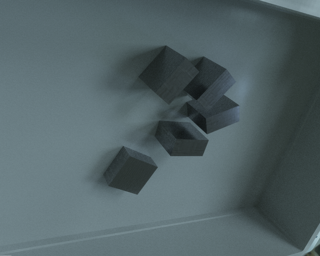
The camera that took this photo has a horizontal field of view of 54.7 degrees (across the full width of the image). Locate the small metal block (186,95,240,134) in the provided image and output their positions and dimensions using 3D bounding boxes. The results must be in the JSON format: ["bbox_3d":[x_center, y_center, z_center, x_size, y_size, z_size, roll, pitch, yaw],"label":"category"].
[{"bbox_3d":[0.071,-0.022,0.417,0.050,0.050,0.025,-21,127,-16],"label":"small metal block"}]

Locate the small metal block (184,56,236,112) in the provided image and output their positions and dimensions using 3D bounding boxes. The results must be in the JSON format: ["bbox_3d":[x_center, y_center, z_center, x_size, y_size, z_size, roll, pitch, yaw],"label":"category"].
[{"bbox_3d":[0.057,-0.056,0.389,0.050,0.050,0.025,-46,129,4],"label":"small metal block"}]

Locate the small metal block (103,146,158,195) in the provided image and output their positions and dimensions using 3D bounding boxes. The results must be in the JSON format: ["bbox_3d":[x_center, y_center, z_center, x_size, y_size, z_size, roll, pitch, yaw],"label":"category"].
[{"bbox_3d":[-0.040,0.059,0.423,0.050,0.025,0.050,27,103,-38],"label":"small metal block"}]

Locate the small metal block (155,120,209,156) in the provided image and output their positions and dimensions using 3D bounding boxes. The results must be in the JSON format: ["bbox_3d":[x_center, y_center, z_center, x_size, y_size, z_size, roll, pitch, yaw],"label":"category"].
[{"bbox_3d":[0.028,0.014,0.416,0.050,0.050,0.025,3,117,-30],"label":"small metal block"}]

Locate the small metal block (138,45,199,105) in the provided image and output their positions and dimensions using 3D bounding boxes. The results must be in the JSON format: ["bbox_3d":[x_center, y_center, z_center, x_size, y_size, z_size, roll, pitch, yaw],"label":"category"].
[{"bbox_3d":[0.009,-0.062,0.359,0.050,0.050,0.025,-48,129,5],"label":"small metal block"}]
